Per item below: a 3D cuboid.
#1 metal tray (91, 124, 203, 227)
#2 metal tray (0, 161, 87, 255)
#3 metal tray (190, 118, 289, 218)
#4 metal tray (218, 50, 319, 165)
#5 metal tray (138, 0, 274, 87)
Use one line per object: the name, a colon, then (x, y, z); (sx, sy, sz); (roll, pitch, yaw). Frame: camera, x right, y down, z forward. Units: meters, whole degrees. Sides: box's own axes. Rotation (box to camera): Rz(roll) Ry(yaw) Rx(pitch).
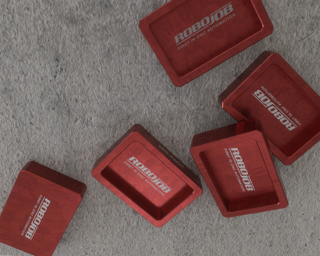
metal tray: (-0.016, 0.069, 0.432); (0.130, 0.030, 0.090); (43, 104, -14)
metal tray: (-0.175, 0.122, 0.450); (0.090, 0.030, 0.129); (27, 108, -10)
metal tray: (0.106, 0.058, 0.409); (0.090, 0.030, 0.130); (-18, 117, 22)
metal tray: (0.152, -0.024, 0.399); (0.130, 0.030, 0.090); (40, 105, -14)
metal tray: (0.052, -0.119, 0.363); (0.130, 0.030, 0.090); (-30, 108, 10)
